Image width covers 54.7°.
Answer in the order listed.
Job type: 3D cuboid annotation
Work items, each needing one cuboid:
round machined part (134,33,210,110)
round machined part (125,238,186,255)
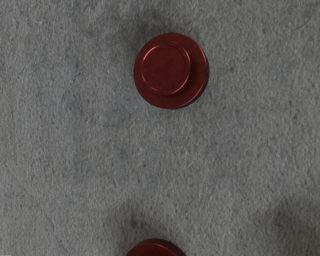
[{"bbox_3d":[0.011,-0.073,0.395,0.098,0.042,0.097,0,90,19],"label":"round machined part"},{"bbox_3d":[-0.008,0.199,0.402,0.098,0.042,0.097,0,90,19],"label":"round machined part"}]
